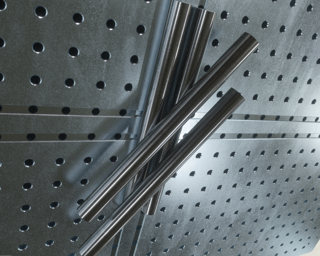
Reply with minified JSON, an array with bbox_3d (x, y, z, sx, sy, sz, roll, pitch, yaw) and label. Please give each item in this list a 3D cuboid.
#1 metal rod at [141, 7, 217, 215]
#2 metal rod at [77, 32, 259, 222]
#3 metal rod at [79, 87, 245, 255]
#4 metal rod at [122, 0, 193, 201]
[{"bbox_3d":[0.018,-0.005,0.418,0.025,0.025,0.298,1,118,-29],"label":"metal rod"},{"bbox_3d":[0.007,0.002,0.384,0.300,0.025,0.025,-46,129,4],"label":"metal rod"},{"bbox_3d":[0.000,0.064,0.417,0.300,0.025,0.025,-47,129,4],"label":"metal rod"},{"bbox_3d":[-0.012,-0.007,0.400,0.025,0.025,0.298,1,118,-29],"label":"metal rod"}]
